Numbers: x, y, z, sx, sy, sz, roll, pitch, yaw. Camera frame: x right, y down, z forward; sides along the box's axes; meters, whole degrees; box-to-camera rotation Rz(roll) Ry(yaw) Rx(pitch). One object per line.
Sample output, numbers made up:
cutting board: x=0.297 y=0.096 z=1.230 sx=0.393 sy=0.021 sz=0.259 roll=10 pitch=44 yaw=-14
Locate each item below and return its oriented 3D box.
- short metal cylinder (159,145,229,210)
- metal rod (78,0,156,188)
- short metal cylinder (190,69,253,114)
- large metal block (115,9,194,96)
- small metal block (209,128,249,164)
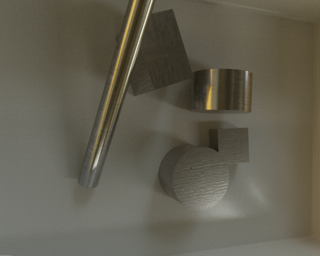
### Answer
short metal cylinder: x=0.045 y=0.064 z=0.415 sx=0.081 sy=0.050 sz=0.079 roll=0 pitch=90 yaw=-21
metal rod: x=-0.040 y=-0.065 z=0.330 sx=0.025 sy=0.025 sz=0.298 roll=13 pitch=111 yaw=-20
short metal cylinder: x=0.081 y=-0.046 z=0.413 sx=0.081 sy=0.080 sz=0.050 roll=2 pitch=90 yaw=-20
large metal block: x=-0.010 y=-0.087 z=0.378 sx=0.050 sy=0.080 sz=0.080 roll=-20 pitch=97 yaw=-19
small metal block: x=0.100 y=0.025 z=0.449 sx=0.050 sy=0.025 sz=0.050 roll=-3 pitch=91 yaw=-20
